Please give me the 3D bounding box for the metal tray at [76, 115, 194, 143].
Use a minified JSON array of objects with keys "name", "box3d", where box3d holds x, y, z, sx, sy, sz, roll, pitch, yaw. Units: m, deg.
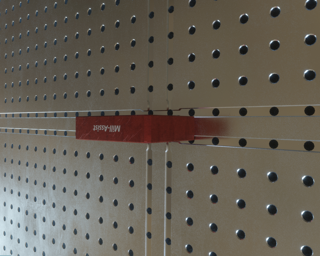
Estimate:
[{"name":"metal tray","box3d":[-0.033,0.000,0.395,0.130,0.091,0.030,1,91,40]}]
